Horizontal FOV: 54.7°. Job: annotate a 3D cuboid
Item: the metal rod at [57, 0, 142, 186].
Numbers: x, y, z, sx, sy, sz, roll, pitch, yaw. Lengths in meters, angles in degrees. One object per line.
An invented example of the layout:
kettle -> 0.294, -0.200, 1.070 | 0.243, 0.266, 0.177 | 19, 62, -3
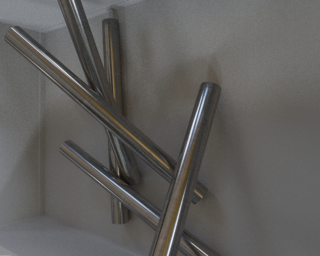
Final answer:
metal rod -> -0.078, -0.059, 0.389 | 0.025, 0.025, 0.298 | 0, 115, 40

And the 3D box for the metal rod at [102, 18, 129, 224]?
metal rod -> -0.066, -0.011, 0.458 | 0.025, 0.025, 0.298 | -5, 87, 39

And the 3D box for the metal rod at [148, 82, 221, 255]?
metal rod -> 0.014, 0.085, 0.304 | 0.025, 0.025, 0.300 | 0, 61, 39

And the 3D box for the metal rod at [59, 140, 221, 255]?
metal rod -> -0.029, 0.099, 0.405 | 0.300, 0.025, 0.025 | 32, 110, 27

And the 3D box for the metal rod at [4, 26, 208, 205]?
metal rod -> -0.065, -0.017, 0.373 | 0.300, 0.025, 0.025 | 41, 118, 2
